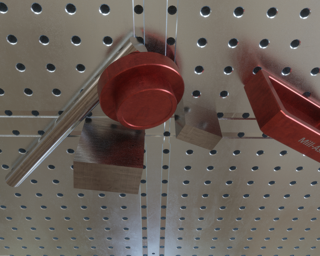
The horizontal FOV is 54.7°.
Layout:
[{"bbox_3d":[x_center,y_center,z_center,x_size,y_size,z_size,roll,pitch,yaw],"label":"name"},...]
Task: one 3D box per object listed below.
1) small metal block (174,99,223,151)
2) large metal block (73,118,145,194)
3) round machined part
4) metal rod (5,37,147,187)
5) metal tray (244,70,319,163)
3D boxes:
[{"bbox_3d":[0.047,-0.004,0.393,0.050,0.050,0.025,19,127,-16],"label":"small metal block"},{"bbox_3d":[-0.064,0.035,0.405,0.081,0.080,0.050,7,130,-7],"label":"large metal block"},{"bbox_3d":[-0.019,-0.035,0.352,0.099,0.042,0.097,-12,145,-8],"label":"round machined part"},{"bbox_3d":[-0.124,-0.005,0.405,0.025,0.025,0.299,35,122,-26],"label":"metal rod"},{"bbox_3d":[0.166,-0.008,0.364,0.131,0.090,0.030,25,126,-20],"label":"metal tray"}]
